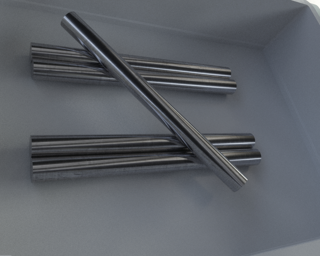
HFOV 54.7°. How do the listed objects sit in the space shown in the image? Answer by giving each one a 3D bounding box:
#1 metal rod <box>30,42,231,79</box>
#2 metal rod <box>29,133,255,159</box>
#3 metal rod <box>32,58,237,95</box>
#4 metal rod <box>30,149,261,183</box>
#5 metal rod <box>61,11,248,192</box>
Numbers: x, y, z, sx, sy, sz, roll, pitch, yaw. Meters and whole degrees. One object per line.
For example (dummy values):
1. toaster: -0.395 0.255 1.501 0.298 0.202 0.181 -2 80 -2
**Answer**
1. metal rod: -0.023 -0.090 0.446 0.303 0.025 0.025 0 62 -28
2. metal rod: 0.000 0.020 0.391 0.303 0.025 0.025 0 62 -28
3. metal rod: -0.017 -0.068 0.436 0.303 0.025 0.025 0 62 -28
4. metal rod: 0.005 0.042 0.380 0.303 0.025 0.025 0 62 -28
5. metal rod: -0.009 -0.034 0.388 0.300 0.025 0.025 44 51 2
